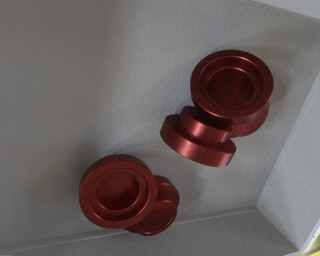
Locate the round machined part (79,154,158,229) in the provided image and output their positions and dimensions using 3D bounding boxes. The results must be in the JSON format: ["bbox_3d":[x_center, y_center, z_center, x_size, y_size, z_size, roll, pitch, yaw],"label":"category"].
[{"bbox_3d":[-0.056,0.079,0.407,0.099,0.042,0.097,-5,109,-15],"label":"round machined part"}]

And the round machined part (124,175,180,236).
[{"bbox_3d":[-0.013,0.123,0.469,0.099,0.042,0.097,-14,125,-21],"label":"round machined part"}]

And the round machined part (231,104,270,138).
[{"bbox_3d":[0.117,-0.026,0.448,0.099,0.042,0.097,-14,125,-21],"label":"round machined part"}]

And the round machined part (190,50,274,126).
[{"bbox_3d":[0.088,-0.047,0.390,0.098,0.098,0.042,-32,156,-8],"label":"round machined part"}]

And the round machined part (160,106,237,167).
[{"bbox_3d":[0.053,0.005,0.395,0.099,0.098,0.042,10,114,-33],"label":"round machined part"}]
